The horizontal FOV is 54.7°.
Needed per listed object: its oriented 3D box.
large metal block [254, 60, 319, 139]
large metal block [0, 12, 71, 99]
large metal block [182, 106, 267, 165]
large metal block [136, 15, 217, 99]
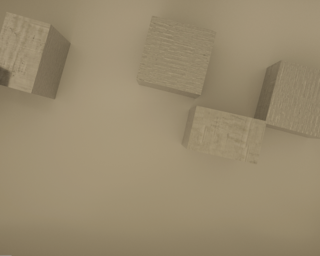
[{"bbox_3d":[0.176,-0.034,0.401,0.080,0.050,0.080,15,90,-1],"label":"large metal block"},{"bbox_3d":[-0.156,-0.084,0.382,0.050,0.080,0.080,16,90,-1],"label":"large metal block"},{"bbox_3d":[0.074,0.008,0.385,0.080,0.080,0.050,13,90,-1],"label":"large metal block"},{"bbox_3d":[0.020,-0.088,0.399,0.080,0.050,0.080,14,90,-1],"label":"large metal block"}]
